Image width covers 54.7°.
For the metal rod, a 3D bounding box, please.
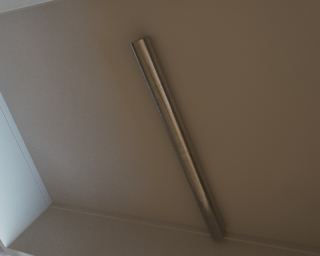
[{"bbox_3d":[0.031,0.027,0.407,0.025,0.025,0.299,-10,114,32],"label":"metal rod"}]
